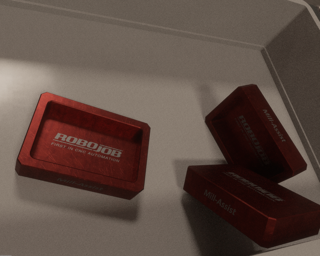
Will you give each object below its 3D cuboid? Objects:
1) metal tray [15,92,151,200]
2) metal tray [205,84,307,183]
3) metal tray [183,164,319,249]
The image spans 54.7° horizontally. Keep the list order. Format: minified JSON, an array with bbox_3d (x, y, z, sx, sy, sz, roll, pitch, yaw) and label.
[{"bbox_3d":[-0.080,0.021,0.347,0.131,0.030,0.090,17,55,-19],"label":"metal tray"},{"bbox_3d":[0.124,0.017,0.422,0.030,0.090,0.130,-15,70,-34],"label":"metal tray"},{"bbox_3d":[0.100,0.079,0.351,0.091,0.130,0.030,2,104,-34],"label":"metal tray"}]
